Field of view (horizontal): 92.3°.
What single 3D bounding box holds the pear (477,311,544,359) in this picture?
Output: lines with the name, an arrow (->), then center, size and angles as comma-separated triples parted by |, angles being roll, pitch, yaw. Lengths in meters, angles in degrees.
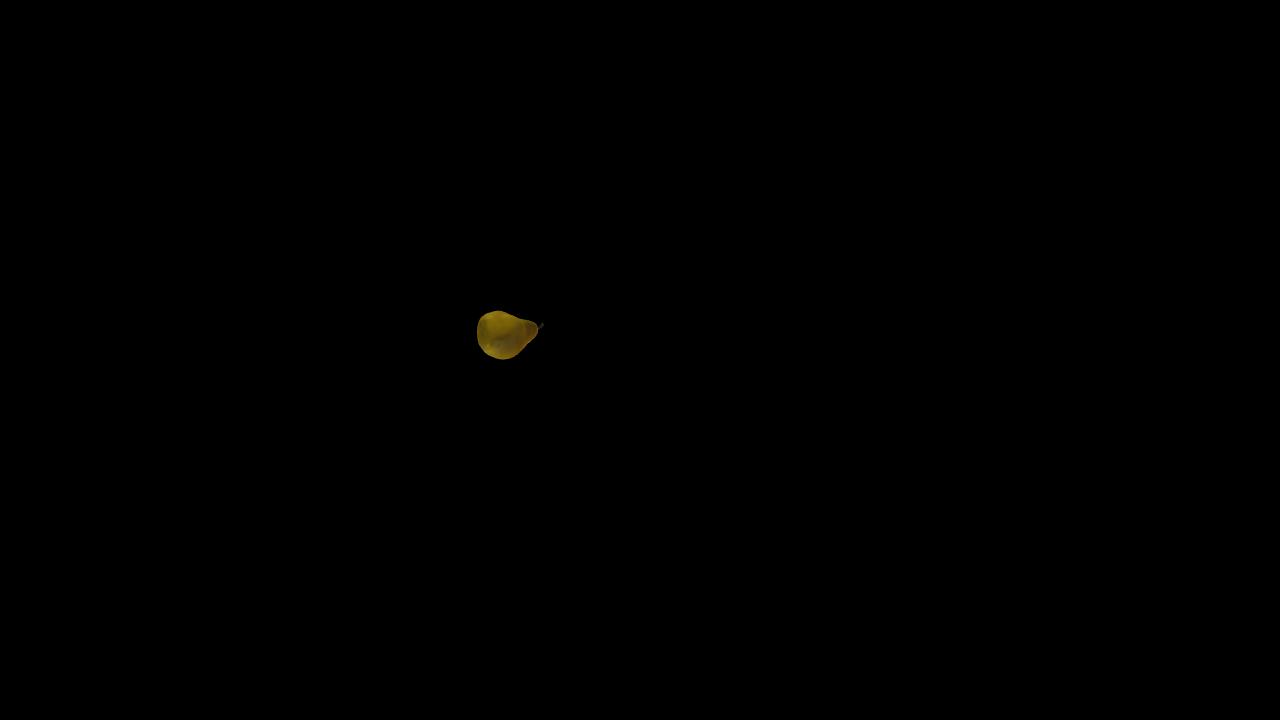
pear -> -0.193, -0.040, 0.954 | 0.111, 0.080, 0.080 | -5, 3, -33
